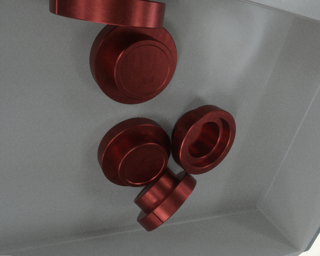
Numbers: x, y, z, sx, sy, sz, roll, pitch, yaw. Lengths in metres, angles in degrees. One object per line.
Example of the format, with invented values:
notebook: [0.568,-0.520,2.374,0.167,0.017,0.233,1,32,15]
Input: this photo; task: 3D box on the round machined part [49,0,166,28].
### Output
round machined part: [-0.043,-0.116,0.267,0.099,0.098,0.042,-3,115,-27]

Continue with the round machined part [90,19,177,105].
round machined part: [-0.024,-0.070,0.343,0.099,0.042,0.097,-14,125,-21]

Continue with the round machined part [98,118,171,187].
round machined part: [-0.028,0.039,0.408,0.099,0.042,0.097,-14,124,-21]

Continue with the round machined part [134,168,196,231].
round machined part: [0.002,0.093,0.435,0.098,0.098,0.042,-45,90,3]

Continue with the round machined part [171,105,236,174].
round machined part: [0.055,0.012,0.432,0.099,0.042,0.097,-18,125,-28]
